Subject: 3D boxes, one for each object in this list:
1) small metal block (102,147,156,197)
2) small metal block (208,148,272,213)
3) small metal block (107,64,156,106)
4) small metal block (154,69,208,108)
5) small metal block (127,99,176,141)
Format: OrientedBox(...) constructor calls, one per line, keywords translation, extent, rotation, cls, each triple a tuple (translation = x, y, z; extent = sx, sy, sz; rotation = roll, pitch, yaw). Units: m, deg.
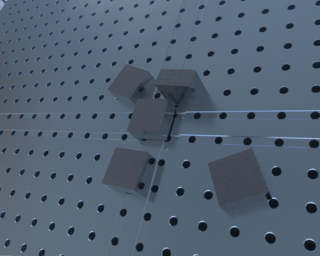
OrientedBox(translation=(-0.039, 0.055, 0.396), extent=(0.050, 0.025, 0.050), rotation=(6, 64, 30), cls="small metal block")
OrientedBox(translation=(0.084, 0.056, 0.330), extent=(0.050, 0.025, 0.050), rotation=(-22, 54, 15), cls="small metal block")
OrientedBox(translation=(-0.043, -0.065, 0.472), extent=(0.050, 0.025, 0.050), rotation=(25, 75, 36), cls="small metal block")
OrientedBox(translation=(0.029, -0.052, 0.410), extent=(0.050, 0.050, 0.025), rotation=(8, 66, 31), cls="small metal block")
OrientedBox(translation=(-0.011, -0.012, 0.422), extent=(0.050, 0.025, 0.050), rotation=(2, 63, 29), cls="small metal block")
